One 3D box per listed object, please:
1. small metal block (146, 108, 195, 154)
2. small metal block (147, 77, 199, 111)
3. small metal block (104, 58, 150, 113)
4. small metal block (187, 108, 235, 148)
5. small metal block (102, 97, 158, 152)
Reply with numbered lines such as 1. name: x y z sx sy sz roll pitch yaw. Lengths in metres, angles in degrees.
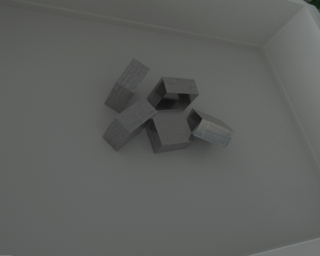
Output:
1. small metal block: 0.011 0.003 0.411 0.050 0.025 0.050 -6 65 -31
2. small metal block: 0.017 -0.044 0.428 0.050 0.050 0.025 -1 62 -29
3. small metal block: -0.043 -0.054 0.401 0.025 0.050 0.050 33 51 -7
4. small metal block: 0.067 -0.001 0.427 0.050 0.025 0.050 21 14 -16
5. small metal block: -0.036 -0.004 0.374 0.025 0.050 0.050 47 51 4
